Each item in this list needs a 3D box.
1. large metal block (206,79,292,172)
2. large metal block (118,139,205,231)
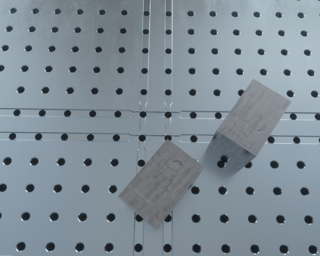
[{"bbox_3d":[0.106,0.000,0.384,0.050,0.080,0.080,34,73,11],"label":"large metal block"},{"bbox_3d":[0.002,0.069,0.357,0.050,0.080,0.080,38,74,12],"label":"large metal block"}]
